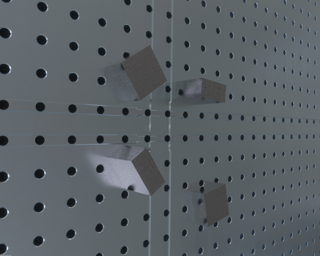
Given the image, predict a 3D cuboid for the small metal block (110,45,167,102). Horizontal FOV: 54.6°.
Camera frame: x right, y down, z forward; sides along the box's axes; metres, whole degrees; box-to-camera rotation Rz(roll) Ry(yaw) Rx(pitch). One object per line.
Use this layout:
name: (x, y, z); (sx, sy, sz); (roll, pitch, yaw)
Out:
small metal block: (-0.026, -0.068, 0.386); (0.050, 0.025, 0.050); (-41, 115, -32)

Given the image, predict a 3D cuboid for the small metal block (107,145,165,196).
small metal block: (-0.028, 0.049, 0.368); (0.025, 0.050, 0.050); (-41, 115, -32)

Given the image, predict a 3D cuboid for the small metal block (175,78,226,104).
small metal block: (0.057, -0.051, 0.440); (0.050, 0.050, 0.025); (8, 85, -40)

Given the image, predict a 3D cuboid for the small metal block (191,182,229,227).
small metal block: (0.077, 0.115, 0.473); (0.050, 0.025, 0.050); (-14, 99, -39)
